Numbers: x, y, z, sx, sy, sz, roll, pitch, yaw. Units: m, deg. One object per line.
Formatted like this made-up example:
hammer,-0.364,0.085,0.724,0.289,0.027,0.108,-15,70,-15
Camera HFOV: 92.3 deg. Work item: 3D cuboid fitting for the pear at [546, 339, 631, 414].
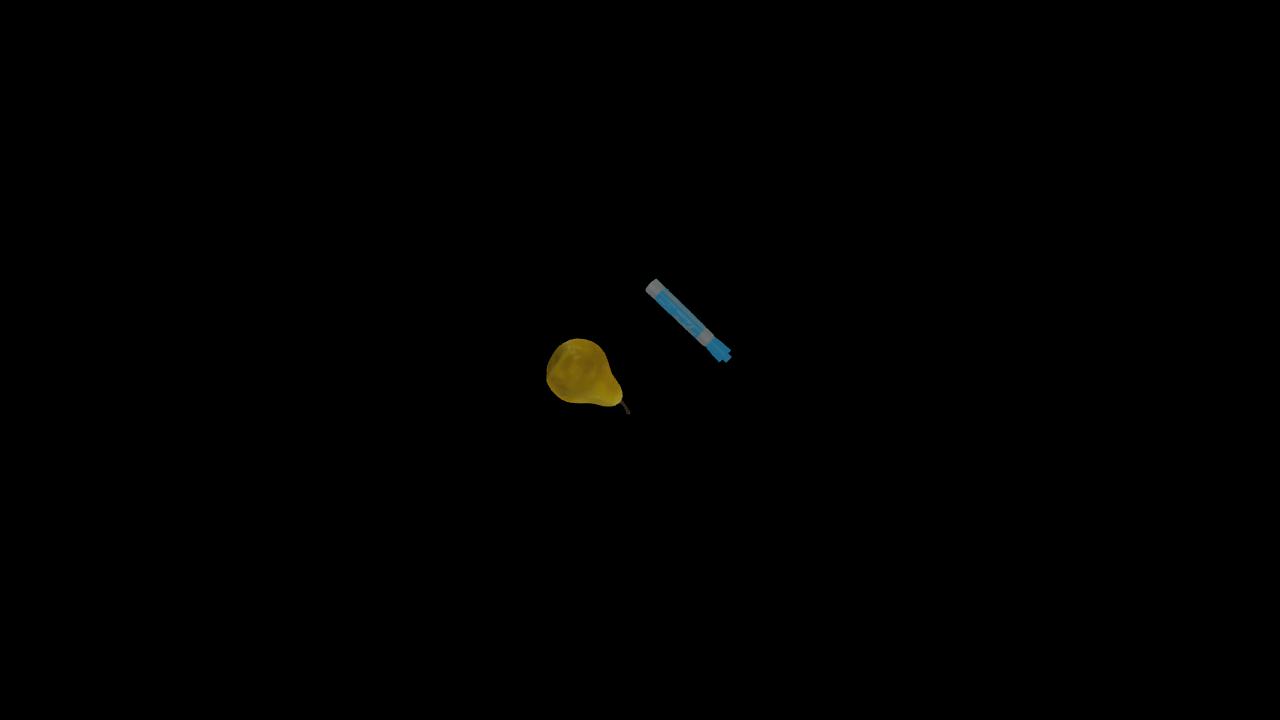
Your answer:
pear,-0.053,0.024,0.728,0.111,0.080,0.080,30,-14,-24

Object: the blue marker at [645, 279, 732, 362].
blue marker,0.055,-0.042,0.680,0.121,0.020,0.020,44,7,7
